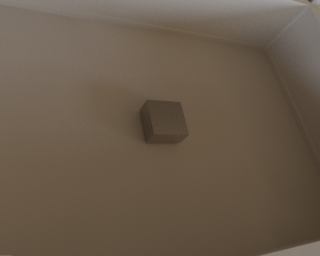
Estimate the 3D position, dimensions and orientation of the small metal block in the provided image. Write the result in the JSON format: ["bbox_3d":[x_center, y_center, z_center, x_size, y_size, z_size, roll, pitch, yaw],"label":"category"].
[{"bbox_3d":[0.005,-0.008,0.408,0.050,0.025,0.050,1,61,-27],"label":"small metal block"}]
